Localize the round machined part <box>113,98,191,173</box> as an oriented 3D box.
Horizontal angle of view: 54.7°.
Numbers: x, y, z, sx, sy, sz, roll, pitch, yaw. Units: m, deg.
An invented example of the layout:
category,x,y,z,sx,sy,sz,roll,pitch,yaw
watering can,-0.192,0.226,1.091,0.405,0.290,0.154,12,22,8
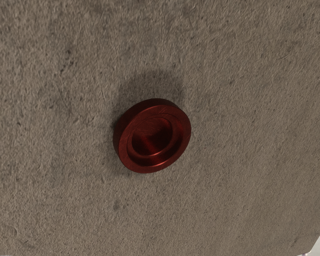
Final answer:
category,x,y,z,sx,sy,sz,roll,pitch,yaw
round machined part,-0.013,0.006,0.394,0.099,0.042,0.097,-14,125,-21
